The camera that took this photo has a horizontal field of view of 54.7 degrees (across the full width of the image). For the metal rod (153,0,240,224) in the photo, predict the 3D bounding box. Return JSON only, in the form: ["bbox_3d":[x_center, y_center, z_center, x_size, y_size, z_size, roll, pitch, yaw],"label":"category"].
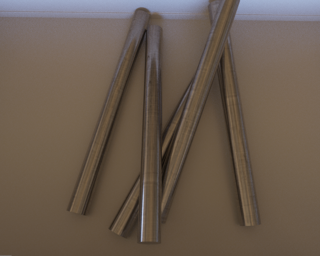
[{"bbox_3d":[0.044,-0.030,0.389,0.025,0.025,0.299,19,83,6],"label":"metal rod"}]

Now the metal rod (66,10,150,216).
[{"bbox_3d":[-0.063,-0.034,0.421,0.025,0.025,0.299,13,70,5],"label":"metal rod"}]

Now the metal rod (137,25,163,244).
[{"bbox_3d":[-0.010,-0.012,0.393,0.025,0.025,0.299,1,62,0],"label":"metal rod"}]

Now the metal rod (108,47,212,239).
[{"bbox_3d":[0.020,-0.001,0.409,0.025,0.025,0.300,26,72,9],"label":"metal rod"}]

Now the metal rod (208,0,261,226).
[{"bbox_3d":[0.094,-0.029,0.404,0.025,0.025,0.299,-5,76,-2],"label":"metal rod"}]
